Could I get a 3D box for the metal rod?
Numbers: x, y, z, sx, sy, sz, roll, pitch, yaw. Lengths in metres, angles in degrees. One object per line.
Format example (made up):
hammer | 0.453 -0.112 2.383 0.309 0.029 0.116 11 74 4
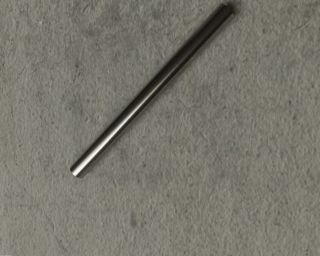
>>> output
metal rod | -0.019 -0.040 0.414 0.299 0.025 0.025 -46 76 14
